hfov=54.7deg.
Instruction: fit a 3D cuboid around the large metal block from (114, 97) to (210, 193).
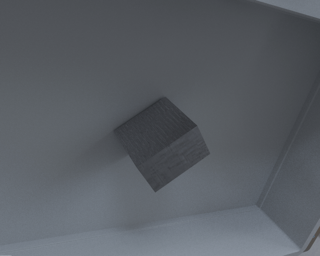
[{"bbox_3d":[0.001,0.017,0.382,0.080,0.080,0.050,-34,129,-6],"label":"large metal block"}]
